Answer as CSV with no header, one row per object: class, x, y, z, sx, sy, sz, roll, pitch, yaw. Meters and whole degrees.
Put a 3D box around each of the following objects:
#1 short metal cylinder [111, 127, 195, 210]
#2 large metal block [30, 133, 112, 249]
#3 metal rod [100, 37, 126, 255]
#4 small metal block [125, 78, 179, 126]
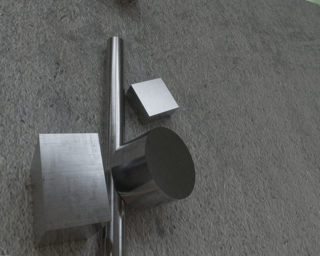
short metal cylinder,-0.006,0.045,0.340,0.080,0.050,0.080,31,45,-38
large metal block,-0.087,0.059,0.286,0.050,0.080,0.080,0,62,-28
metal rod,-0.054,0.008,0.369,0.025,0.025,0.299,10,57,-23
small metal block,-0.011,-0.036,0.420,0.050,0.025,0.050,-20,72,-35
